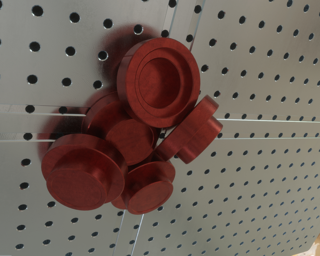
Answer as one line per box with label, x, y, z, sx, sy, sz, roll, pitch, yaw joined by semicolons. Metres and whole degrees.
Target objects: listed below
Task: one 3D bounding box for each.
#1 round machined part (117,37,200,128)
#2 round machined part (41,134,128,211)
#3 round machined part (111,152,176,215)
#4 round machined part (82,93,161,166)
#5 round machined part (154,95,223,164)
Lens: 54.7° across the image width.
round machined part;-0.005;-0.051;0.353;0.099;0.042;0.097;-6;101;-33
round machined part;-0.090;0.058;0.357;0.099;0.042;0.097;4;127;6
round machined part;-0.021;0.081;0.424;0.099;0.042;0.097;-20;139;-18
round machined part;-0.042;0.008;0.382;0.099;0.042;0.097;-14;125;-21
round machined part;0.041;0.007;0.391;0.042;0.098;0.098;43;95;2
